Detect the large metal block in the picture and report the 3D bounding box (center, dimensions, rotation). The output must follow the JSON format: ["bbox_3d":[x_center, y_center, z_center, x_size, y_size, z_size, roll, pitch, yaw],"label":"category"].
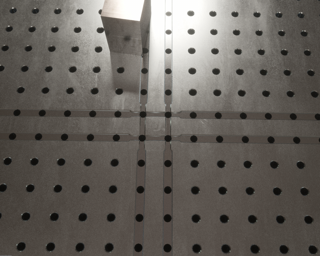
[{"bbox_3d":[-0.044,-0.162,0.441,0.050,0.080,0.080,8,70,3],"label":"large metal block"}]
